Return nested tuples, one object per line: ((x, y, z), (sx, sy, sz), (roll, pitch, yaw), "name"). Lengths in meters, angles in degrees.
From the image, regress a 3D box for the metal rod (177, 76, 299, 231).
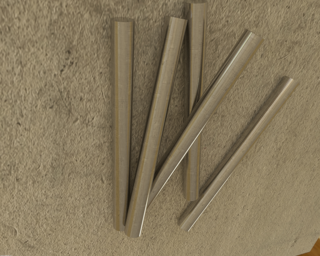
((0.121, 0.048, 0.505), (0.025, 0.025, 0.299), (24, 105, -37), "metal rod")

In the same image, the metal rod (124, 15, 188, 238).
((-0.010, 0.014, 0.395), (0.025, 0.025, 0.298), (0, 114, -29), "metal rod")

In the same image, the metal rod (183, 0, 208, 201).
((0.046, -0.015, 0.423), (0.025, 0.025, 0.298), (-16, 125, -20), "metal rod")

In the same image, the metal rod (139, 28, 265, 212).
((0.036, 0.011, 0.407), (0.025, 0.025, 0.298), (14, 120, -34), "metal rod")

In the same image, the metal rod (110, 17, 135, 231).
((-0.048, 0.017, 0.392), (0.025, 0.025, 0.298), (-10, 123, -24), "metal rod")
